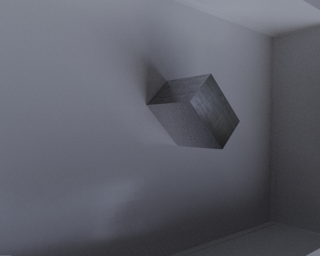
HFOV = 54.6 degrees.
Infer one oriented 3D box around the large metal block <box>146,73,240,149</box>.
[{"bbox_3d":[0.043,-0.019,0.406,0.080,0.080,0.050,52,60,-27],"label":"large metal block"}]
